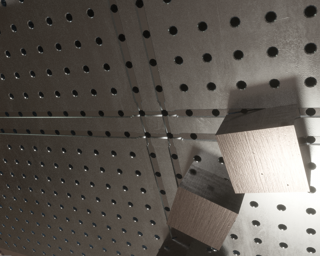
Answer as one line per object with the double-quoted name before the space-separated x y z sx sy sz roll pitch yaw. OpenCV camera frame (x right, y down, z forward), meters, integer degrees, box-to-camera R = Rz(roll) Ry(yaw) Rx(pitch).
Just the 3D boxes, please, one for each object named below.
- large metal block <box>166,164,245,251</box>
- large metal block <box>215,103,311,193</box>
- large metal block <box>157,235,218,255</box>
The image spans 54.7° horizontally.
"large metal block" 0.063 0.109 0.429 0.080 0.050 0.079 23 127 13
"large metal block" 0.118 0.025 0.348 0.080 0.050 0.080 -9 114 32
"large metal block" 0.048 0.227 0.509 0.080 0.050 0.080 -34 100 38
